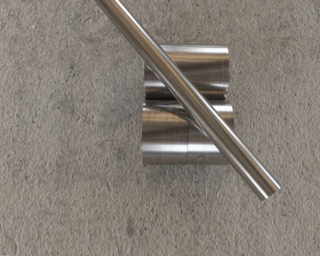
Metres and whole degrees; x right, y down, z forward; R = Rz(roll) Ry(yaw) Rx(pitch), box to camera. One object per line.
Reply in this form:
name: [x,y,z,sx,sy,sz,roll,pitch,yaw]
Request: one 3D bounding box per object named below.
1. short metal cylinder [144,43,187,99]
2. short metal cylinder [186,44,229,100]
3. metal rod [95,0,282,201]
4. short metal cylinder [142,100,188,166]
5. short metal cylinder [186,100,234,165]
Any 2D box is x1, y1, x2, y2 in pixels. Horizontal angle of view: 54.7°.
short metal cylinder: [0.007,-0.070,0.406,0.050,0.080,0.080,1,70,0]
short metal cylinder: [0.057,-0.069,0.406,0.050,0.080,0.080,1,70,0]
metal rod: [0.020,-0.049,0.342,0.025,0.025,0.300,-35,74,-12]
short metal cylinder: [0.006,0.005,0.378,0.050,0.080,0.080,1,70,0]
short metal cylinder: [0.057,0.005,0.379,0.050,0.080,0.080,1,70,0]
